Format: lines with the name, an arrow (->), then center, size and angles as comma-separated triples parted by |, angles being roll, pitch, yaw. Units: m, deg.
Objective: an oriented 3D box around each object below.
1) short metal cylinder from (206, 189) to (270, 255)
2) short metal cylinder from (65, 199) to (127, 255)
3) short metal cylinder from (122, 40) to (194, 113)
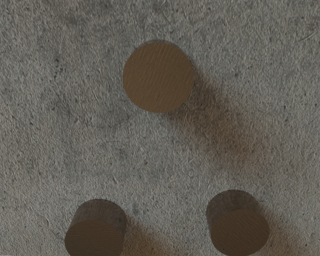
short metal cylinder -> 0.110, 0.137, 0.448 | 0.081, 0.050, 0.079 | 0, 110, 0
short metal cylinder -> -0.091, 0.151, 0.451 | 0.081, 0.050, 0.079 | 0, 110, 0
short metal cylinder -> -0.002, -0.064, 0.373 | 0.081, 0.050, 0.079 | 0, 110, 0
